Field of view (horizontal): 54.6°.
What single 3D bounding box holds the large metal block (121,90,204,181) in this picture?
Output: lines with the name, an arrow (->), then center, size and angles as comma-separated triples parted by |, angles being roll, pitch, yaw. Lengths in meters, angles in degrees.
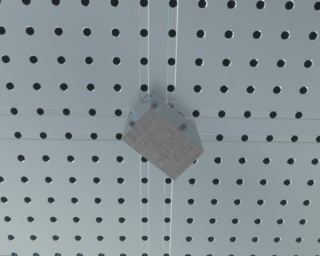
large metal block -> 0.003, 0.006, 0.386 | 0.080, 0.080, 0.050 | 39, 106, -14
